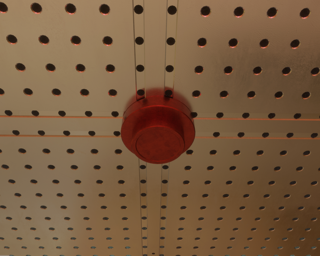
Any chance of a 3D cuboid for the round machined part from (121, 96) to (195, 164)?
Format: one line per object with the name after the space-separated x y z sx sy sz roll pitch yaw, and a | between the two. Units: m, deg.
-0.003 0.010 0.408 0.099 0.042 0.097 -1 130 0 | round machined part
